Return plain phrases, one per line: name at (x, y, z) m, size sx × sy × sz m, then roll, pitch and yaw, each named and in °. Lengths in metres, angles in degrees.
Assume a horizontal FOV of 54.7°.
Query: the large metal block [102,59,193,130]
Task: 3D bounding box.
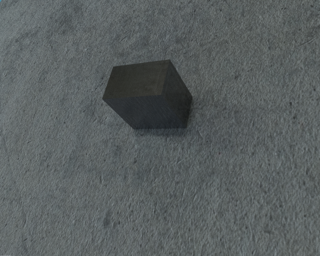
large metal block at (-0.013, -0.039, 0.400) m, size 0.080 × 0.080 × 0.050 m, roll -1°, pitch 61°, yaw 27°
